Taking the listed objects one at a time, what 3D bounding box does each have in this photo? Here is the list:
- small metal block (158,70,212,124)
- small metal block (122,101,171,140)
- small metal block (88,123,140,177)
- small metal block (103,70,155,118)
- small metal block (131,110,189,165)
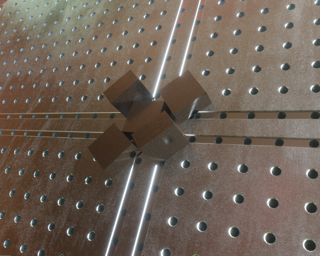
[{"bbox_3d":[0.033,-0.042,0.417,0.050,0.025,0.050,-35,51,6],"label":"small metal block"},{"bbox_3d":[-0.017,-0.010,0.423,0.050,0.025,0.050,3,62,31],"label":"small metal block"},{"bbox_3d":[-0.063,0.029,0.424,0.050,0.025,0.050,-44,51,-3],"label":"small metal block"},{"bbox_3d":[-0.044,-0.047,0.444,0.050,0.050,0.025,-40,52,2],"label":"small metal block"},{"bbox_3d":[0.001,0.013,0.384,0.050,0.050,0.025,-36,51,4],"label":"small metal block"}]
